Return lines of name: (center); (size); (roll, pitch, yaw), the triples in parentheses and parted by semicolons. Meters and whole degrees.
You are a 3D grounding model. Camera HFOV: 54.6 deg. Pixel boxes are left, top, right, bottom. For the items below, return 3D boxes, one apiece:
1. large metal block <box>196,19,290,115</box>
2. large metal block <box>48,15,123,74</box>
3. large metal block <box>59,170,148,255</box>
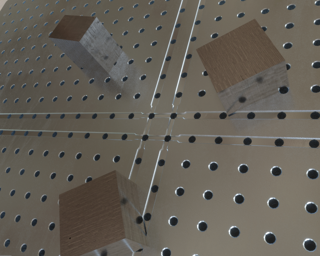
large metal block: (0.101, -0.075, 0.386); (0.080, 0.050, 0.080); (-26, 53, 12)
large metal block: (-0.125, -0.142, 0.527); (0.080, 0.080, 0.050); (17, 71, 35)
large metal block: (-0.068, 0.108, 0.363); (0.080, 0.050, 0.080); (-25, 53, 13)
